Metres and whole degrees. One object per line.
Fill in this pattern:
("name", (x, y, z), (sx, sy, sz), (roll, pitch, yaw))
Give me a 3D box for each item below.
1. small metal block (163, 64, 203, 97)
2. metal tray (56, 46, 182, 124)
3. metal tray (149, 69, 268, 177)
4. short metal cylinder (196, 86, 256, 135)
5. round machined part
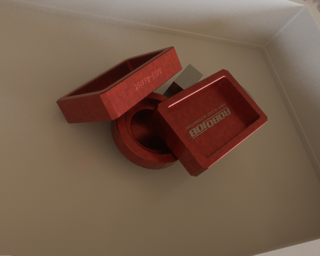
("small metal block", (0.029, -0.056, 0.438), (0.025, 0.050, 0.050), (40, 49, -2))
("metal tray", (-0.045, -0.052, 0.369), (0.131, 0.090, 0.030), (-43, 119, -40))
("metal tray", (0.063, -0.011, 0.382), (0.131, 0.030, 0.090), (-31, 78, -34))
("short metal cylinder", (0.096, -0.023, 0.455), (0.081, 0.050, 0.080), (14, 56, -21))
("round machined part", (-0.014, 0.006, 0.384), (0.099, 0.042, 0.098), (14, 56, -21))
